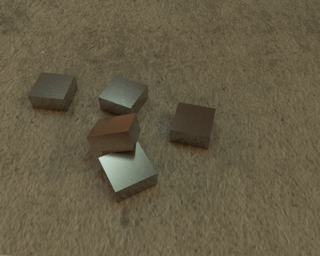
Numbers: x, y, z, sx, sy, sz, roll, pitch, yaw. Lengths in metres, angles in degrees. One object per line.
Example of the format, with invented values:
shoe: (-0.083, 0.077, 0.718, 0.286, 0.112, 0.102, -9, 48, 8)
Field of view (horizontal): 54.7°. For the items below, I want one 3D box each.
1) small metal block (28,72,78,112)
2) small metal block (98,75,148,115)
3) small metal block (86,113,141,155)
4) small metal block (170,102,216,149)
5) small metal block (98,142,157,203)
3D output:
small metal block: (-0.152, -0.052, 0.445, 0.050, 0.025, 0.050, 6, 50, 4)
small metal block: (-0.051, -0.043, 0.439, 0.050, 0.025, 0.050, 20, 53, 15)
small metal block: (-0.055, 0.007, 0.378, 0.050, 0.025, 0.050, -8, 25, 10)
small metal block: (0.043, -0.004, 0.407, 0.050, 0.025, 0.050, 11, 51, 9)
small metal block: (-0.037, 0.051, 0.360, 0.050, 0.025, 0.050, -22, 54, -18)
